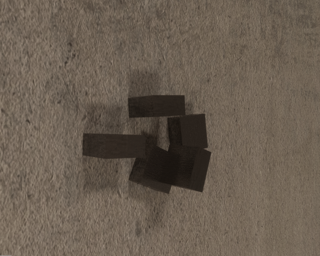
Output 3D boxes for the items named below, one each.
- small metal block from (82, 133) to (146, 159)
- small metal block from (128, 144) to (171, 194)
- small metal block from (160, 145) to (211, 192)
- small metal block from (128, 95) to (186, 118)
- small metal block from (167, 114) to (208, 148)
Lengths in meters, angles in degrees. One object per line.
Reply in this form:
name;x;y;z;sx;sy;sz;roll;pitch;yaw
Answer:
small metal block;-0.052;0.019;0.347;0.050;0.050;0.025;3;89;-40
small metal block;-0.006;0.053;0.401;0.050;0.025;0.050;30;72;-36
small metal block;0.031;0.049;0.385;0.025;0.050;0.050;24;75;-38
small metal block;-0.004;-0.027;0.387;0.050;0.050;0.025;-5;94;-40
small metal block;0.040;0.007;0.441;0.050;0.025;0.050;-10;97;-40
